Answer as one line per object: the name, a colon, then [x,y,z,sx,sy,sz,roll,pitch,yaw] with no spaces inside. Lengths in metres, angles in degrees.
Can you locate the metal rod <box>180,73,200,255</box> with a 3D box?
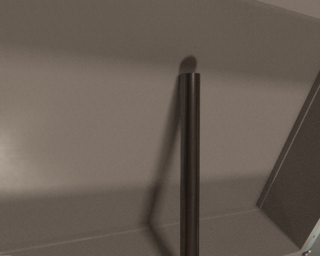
metal rod: [0.039,0.080,0.403,0.025,0.025,0.298,-2,95,-28]
